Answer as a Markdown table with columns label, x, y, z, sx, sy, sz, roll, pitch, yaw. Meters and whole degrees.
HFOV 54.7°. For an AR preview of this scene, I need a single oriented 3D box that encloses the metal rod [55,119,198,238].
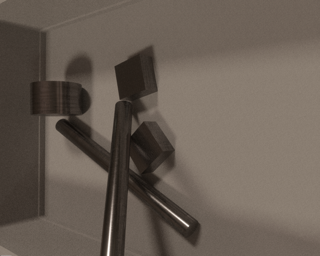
| label | x | y | z | sx | sy | sz | roll | pitch | yaw |
| --- | --- | --- | --- | --- | --- | --- | --- | --- | --- |
| metal rod | -0.067 | 0.059 | 0.459 | 0.300 | 0.025 | 0.025 | 31 | 109 | 35 |

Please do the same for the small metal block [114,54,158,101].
| label | x | y | z | sx | sy | sz | roll | pitch | yaw |
| --- | --- | --- | --- | --- | --- | --- | --- | --- | --- |
| small metal block | -0.034 | -0.069 | 0.433 | 0.050 | 0.025 | 0.050 | -16 | 80 | 38 |

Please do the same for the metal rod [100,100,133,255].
| label | x | y | z | sx | sy | sz | roll | pitch | yaw |
| --- | --- | --- | --- | --- | --- | --- | --- | --- | --- |
| metal rod | -0.050 | 0.089 | 0.356 | 0.025 | 0.025 | 0.300 | -32 | 43 | 35 |

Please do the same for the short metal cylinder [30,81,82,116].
| label | x | y | z | sx | sy | sz | roll | pitch | yaw |
| --- | --- | --- | --- | --- | --- | --- | --- | --- | --- |
| short metal cylinder | -0.169 | -0.046 | 0.508 | 0.080 | 0.081 | 0.050 | -2 | 89 | 39 |

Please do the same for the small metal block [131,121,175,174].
| label | x | y | z | sx | sy | sz | roll | pitch | yaw |
| --- | --- | --- | --- | --- | --- | --- | --- | --- | --- |
| small metal block | -0.015 | 0.026 | 0.418 | 0.050 | 0.025 | 0.050 | -48 | 62 | 29 |
